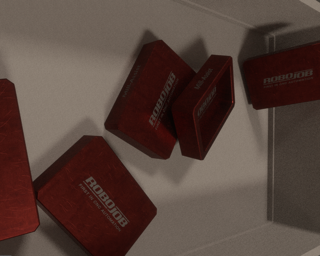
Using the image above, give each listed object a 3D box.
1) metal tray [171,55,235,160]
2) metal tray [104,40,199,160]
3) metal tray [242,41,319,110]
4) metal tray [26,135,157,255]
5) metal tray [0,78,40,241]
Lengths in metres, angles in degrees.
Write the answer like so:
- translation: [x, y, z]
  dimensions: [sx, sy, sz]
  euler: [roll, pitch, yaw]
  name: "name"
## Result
- translation: [0.066, -0.031, 0.428]
  dimensions: [0.130, 0.030, 0.090]
  euler: [-53, 142, -36]
  name: "metal tray"
- translation: [-0.004, -0.035, 0.402]
  dimensions: [0.090, 0.030, 0.130]
  euler: [36, 68, -34]
  name: "metal tray"
- translation: [0.216, -0.086, 0.521]
  dimensions: [0.030, 0.130, 0.089]
  euler: [-43, 119, -56]
  name: "metal tray"
- translation: [-0.069, 0.083, 0.347]
  dimensions: [0.090, 0.030, 0.130]
  euler: [-48, 119, -30]
  name: "metal tray"
- translation: [-0.157, 0.030, 0.252]
  dimensions: [0.091, 0.030, 0.129]
  euler: [-10, 94, -23]
  name: "metal tray"
